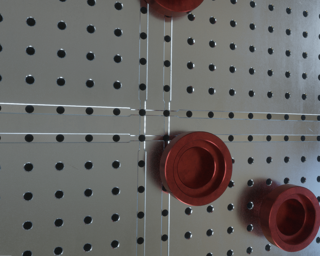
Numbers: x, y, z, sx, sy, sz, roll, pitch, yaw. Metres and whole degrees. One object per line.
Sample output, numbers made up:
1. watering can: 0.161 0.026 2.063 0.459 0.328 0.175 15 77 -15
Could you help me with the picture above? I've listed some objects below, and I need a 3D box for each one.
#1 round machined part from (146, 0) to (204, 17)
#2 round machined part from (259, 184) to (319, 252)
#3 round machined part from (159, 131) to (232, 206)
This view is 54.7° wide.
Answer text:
1. round machined part: 0.023 -0.204 0.413 0.099 0.042 0.097 0 90 -21
2. round machined part: 0.195 0.135 0.478 0.099 0.042 0.097 0 90 -21
3. round machined part: 0.045 0.053 0.422 0.099 0.042 0.097 0 90 -20
